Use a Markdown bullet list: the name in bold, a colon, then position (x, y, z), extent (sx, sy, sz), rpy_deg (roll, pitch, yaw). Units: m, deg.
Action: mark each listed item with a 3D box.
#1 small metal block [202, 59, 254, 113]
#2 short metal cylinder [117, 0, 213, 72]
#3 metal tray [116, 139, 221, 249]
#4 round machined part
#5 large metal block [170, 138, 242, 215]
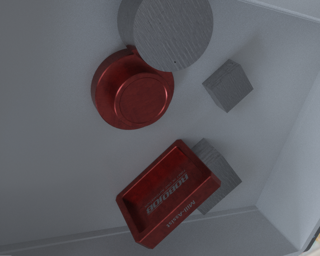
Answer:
- **small metal block**: position (0.094, -0.057, 0.427), extent (0.050, 0.025, 0.050), rpy_deg (-43, 130, 1)
- **short metal cylinder**: position (0.004, -0.101, 0.302), extent (0.081, 0.050, 0.079), rpy_deg (-12, 120, -20)
- **metal tray**: position (0.008, 0.087, 0.426), extent (0.130, 0.090, 0.030), rpy_deg (-43, 130, 1)
- **round machined part**: position (-0.026, -0.040, 0.360), extent (0.099, 0.042, 0.097), rpy_deg (-14, 125, -21)
- **large metal block**: position (0.068, 0.076, 0.479), extent (0.080, 0.050, 0.080), rpy_deg (-42, 130, 0)
